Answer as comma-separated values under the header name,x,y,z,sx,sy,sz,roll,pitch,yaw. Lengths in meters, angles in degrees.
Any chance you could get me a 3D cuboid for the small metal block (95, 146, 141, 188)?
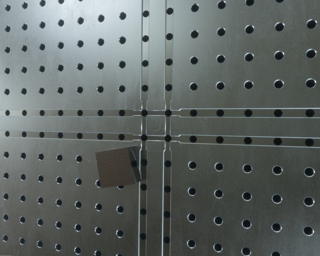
name,x,y,z,sx,sy,sz,roll,pitch,yaw
small metal block,-0.058,0.054,0.432,0.050,0.025,0.050,-11,87,19
